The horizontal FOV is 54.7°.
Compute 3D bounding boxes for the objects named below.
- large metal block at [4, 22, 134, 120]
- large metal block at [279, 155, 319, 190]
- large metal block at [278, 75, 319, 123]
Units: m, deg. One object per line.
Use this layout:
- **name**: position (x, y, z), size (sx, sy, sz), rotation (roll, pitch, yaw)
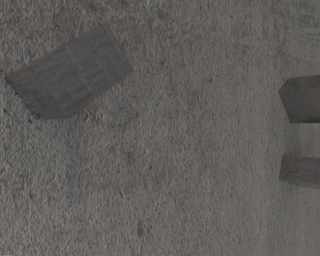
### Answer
- **large metal block**: position (-0.087, -0.051, 0.296), size (0.080, 0.080, 0.050), rotation (-43, 116, -31)
- **large metal block**: position (0.299, 0.091, 0.619), size (0.080, 0.080, 0.050), rotation (22, 76, -38)
- **large metal block**: position (0.296, -0.056, 0.616), size (0.050, 0.080, 0.080), rotation (-45, 117, -30)
